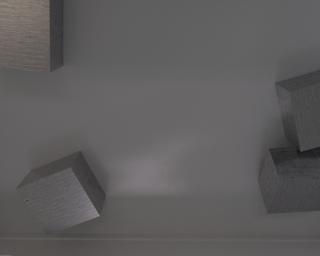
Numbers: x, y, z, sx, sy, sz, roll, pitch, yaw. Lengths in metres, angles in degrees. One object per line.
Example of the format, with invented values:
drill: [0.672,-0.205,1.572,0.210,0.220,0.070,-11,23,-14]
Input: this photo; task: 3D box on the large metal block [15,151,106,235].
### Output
large metal block: [-0.133,0.089,0.430,0.080,0.050,0.080,-22,109,8]

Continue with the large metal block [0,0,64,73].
large metal block: [-0.159,-0.112,0.355,0.081,0.050,0.079,6,110,-3]

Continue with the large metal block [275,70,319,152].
large metal block: [0.200,-0.026,0.390,0.080,0.050,0.080,-17,109,6]

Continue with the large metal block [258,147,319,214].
large metal block: [0.183,0.069,0.409,0.080,0.050,0.080,-4,137,1]
